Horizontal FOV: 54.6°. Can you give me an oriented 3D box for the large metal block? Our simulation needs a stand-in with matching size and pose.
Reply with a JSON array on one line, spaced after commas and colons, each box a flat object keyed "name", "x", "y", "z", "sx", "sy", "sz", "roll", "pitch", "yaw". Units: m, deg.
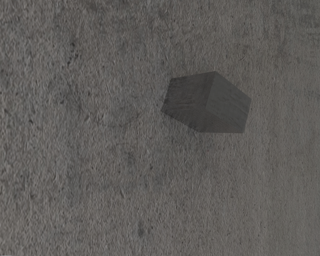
[{"name": "large metal block", "x": 0.063, "y": -0.031, "z": 0.420, "sx": 0.080, "sy": 0.080, "sz": 0.050, "roll": 27, "pitch": 73, "yaw": -37}]
